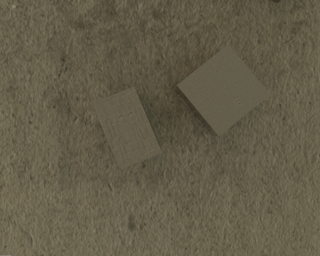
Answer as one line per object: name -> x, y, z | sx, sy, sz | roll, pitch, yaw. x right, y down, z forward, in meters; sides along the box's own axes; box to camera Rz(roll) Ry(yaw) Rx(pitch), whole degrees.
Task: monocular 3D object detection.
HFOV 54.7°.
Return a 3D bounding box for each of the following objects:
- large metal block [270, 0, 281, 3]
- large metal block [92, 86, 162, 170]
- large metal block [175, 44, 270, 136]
large metal block -> 0.140, -0.223, 0.399 | 0.080, 0.050, 0.080 | 22, 90, -1
large metal block -> -0.037, 0.000, 0.382 | 0.050, 0.080, 0.080 | -23, 90, 0
large metal block -> 0.077, -0.046, 0.399 | 0.080, 0.050, 0.080 | -39, 91, 0
